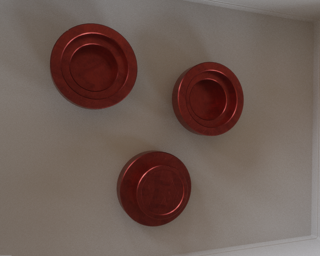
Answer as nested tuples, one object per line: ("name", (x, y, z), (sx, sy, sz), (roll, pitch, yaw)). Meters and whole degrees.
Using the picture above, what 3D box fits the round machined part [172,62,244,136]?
("round machined part", (0.062, -0.038, 0.426), (0.099, 0.042, 0.097), (0, 90, -21))

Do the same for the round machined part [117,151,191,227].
("round machined part", (-0.003, 0.079, 0.402), (0.099, 0.042, 0.097), (0, 90, -21))

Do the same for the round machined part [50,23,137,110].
("round machined part", (-0.080, -0.071, 0.372), (0.099, 0.042, 0.097), (0, 90, -21))
